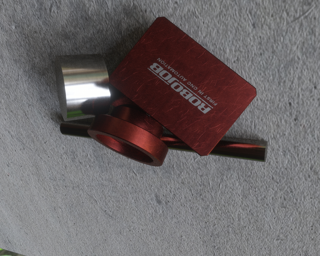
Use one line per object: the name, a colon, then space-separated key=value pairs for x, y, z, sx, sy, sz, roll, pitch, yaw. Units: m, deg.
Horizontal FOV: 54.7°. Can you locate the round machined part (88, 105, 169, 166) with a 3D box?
round machined part: x=-0.034 y=0.007 z=0.380 sx=0.098 sy=0.042 sz=0.098 roll=22 pitch=163 yaw=7

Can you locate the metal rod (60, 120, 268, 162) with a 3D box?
metal rod: x=-0.012 y=0.013 z=0.423 sx=0.301 sy=0.025 sz=0.025 roll=6 pitch=121 yaw=25

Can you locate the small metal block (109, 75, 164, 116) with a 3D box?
small metal block: x=-0.027 y=-0.042 z=0.378 sx=0.050 sy=0.050 sz=0.025 roll=22 pitch=127 yaw=15

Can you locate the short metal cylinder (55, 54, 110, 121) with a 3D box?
short metal cylinder: x=-0.098 y=-0.051 z=0.387 sx=0.080 sy=0.050 sz=0.080 roll=172 pitch=90 yaw=-66

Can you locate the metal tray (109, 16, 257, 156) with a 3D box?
metal tray: x=0.024 y=-0.043 z=0.333 sx=0.130 sy=0.030 sz=0.090 roll=39 pitch=90 yaw=1
